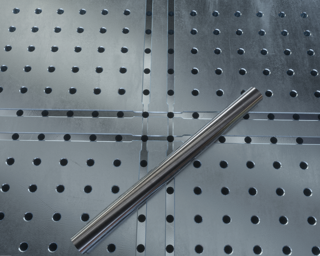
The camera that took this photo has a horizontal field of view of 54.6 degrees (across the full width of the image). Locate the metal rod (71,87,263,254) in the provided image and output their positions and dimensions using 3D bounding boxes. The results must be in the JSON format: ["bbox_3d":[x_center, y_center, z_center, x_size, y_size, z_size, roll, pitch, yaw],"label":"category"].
[{"bbox_3d":[0.018,0.045,0.395,0.301,0.025,0.025,-39,75,-13],"label":"metal rod"}]
